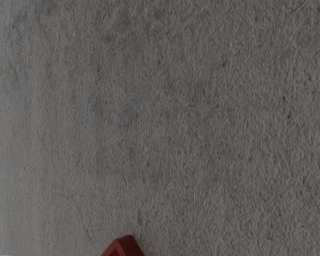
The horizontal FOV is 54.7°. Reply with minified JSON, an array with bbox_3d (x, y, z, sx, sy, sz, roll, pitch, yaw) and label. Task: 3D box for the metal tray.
[{"bbox_3d":[-0.041,0.231,0.435,0.130,0.030,0.090,51,120,27],"label":"metal tray"}]
